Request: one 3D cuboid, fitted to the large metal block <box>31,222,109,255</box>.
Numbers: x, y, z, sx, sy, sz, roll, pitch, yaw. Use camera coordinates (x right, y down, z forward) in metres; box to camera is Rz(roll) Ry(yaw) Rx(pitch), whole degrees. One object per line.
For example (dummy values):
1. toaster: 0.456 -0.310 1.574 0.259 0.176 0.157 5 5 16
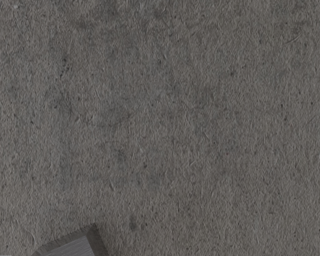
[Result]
1. large metal block: -0.110 0.181 0.397 0.080 0.050 0.080 -24 90 0
